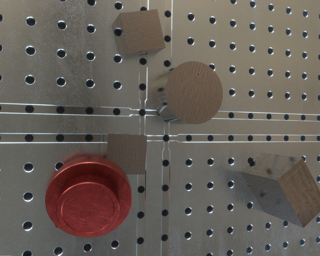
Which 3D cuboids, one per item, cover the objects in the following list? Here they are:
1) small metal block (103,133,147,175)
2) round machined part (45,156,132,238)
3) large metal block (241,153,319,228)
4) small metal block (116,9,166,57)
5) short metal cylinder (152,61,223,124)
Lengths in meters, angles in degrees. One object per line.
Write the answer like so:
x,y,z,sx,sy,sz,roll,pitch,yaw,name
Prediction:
-0.045,0.033,0.397,0.050,0.025,0.050,3,89,-20,small metal block
-0.082,0.085,0.359,0.099,0.042,0.097,-2,105,-8,round machined part
0.177,0.087,0.451,0.050,0.080,0.080,-35,102,-17,large metal block
-0.025,-0.123,0.404,0.050,0.025,0.050,-14,95,-20,small metal block
0.036,-0.045,0.414,0.081,0.050,0.079,0,90,-21,short metal cylinder
